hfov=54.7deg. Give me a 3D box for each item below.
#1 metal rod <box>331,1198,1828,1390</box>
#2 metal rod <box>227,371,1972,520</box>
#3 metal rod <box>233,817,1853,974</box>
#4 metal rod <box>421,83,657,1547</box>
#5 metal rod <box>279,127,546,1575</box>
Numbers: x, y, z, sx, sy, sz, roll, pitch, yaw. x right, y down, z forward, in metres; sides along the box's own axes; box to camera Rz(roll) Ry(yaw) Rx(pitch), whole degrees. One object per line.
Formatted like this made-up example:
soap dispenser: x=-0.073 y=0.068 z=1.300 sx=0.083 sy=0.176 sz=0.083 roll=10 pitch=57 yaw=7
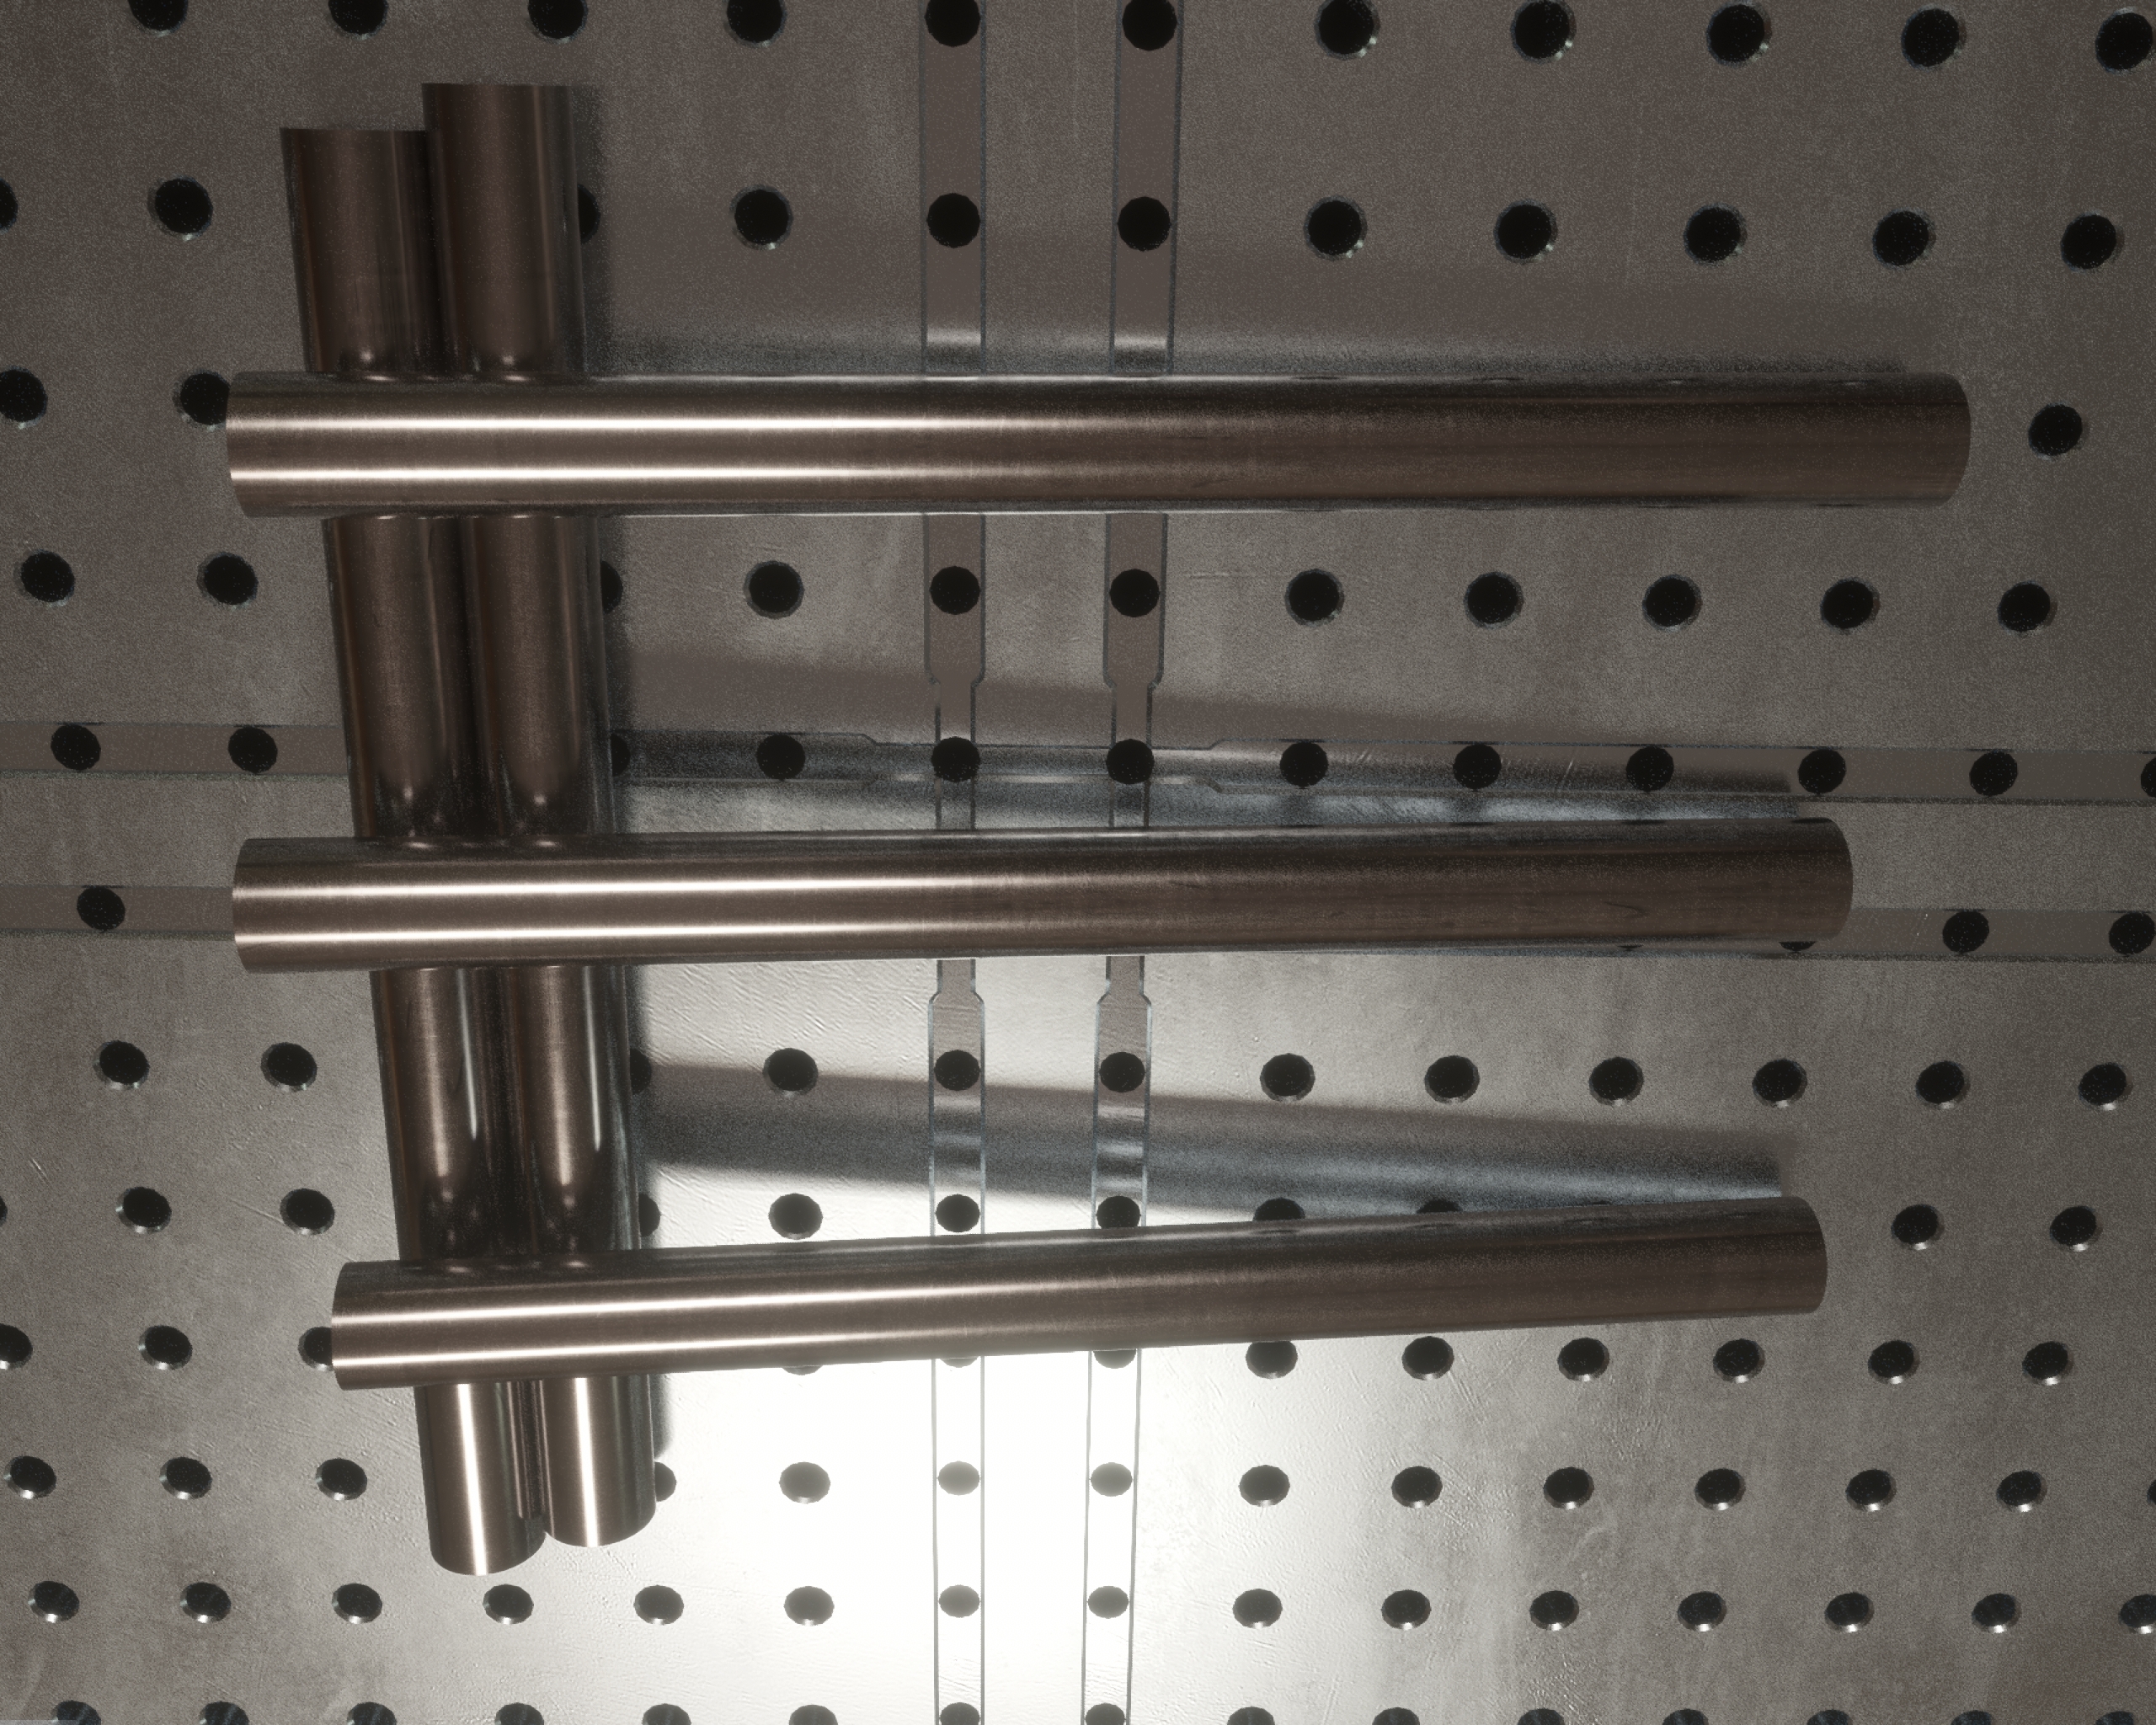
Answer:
metal rod: x=0.005 y=0.088 z=0.430 sx=0.302 sy=0.025 sz=0.025 roll=-1 pitch=110 yaw=-7
metal rod: x=0.009 y=-0.074 z=0.371 sx=0.302 sy=0.025 sz=0.025 roll=-1 pitch=110 yaw=-7
metal rod: x=-0.001 y=0.006 z=0.399 sx=0.302 sy=0.025 sz=0.025 roll=-1 pitch=110 yaw=-7
metal rod: x=-0.104 y=0.005 z=0.413 sx=0.025 sy=0.025 sz=0.298 roll=1 pitch=110 yaw=-1
metal rod: x=-0.129 y=0.012 z=0.415 sx=0.025 sy=0.025 sz=0.298 roll=1 pitch=110 yaw=-1
